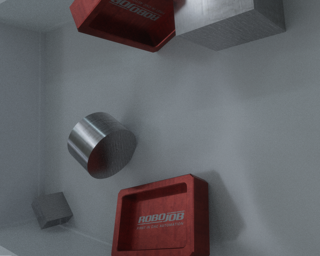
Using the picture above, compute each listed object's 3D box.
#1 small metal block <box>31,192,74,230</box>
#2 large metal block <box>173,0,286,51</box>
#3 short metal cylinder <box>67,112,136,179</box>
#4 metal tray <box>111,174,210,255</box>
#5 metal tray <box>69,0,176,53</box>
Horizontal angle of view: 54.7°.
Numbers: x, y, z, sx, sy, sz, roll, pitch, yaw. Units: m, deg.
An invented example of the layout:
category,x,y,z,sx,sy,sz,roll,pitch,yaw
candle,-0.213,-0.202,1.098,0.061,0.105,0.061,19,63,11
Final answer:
category,x,y,z,sx,sy,sz,roll,pitch,yaw
small metal block,-0.189,0.144,0.543,0.025,0.050,0.050,-51,61,28
large metal block,0.070,-0.119,0.312,0.080,0.081,0.050,-7,86,39
short metal cylinder,-0.081,0.024,0.435,0.050,0.081,0.079,36,112,34
metal tray,-0.002,0.114,0.382,0.130,0.030,0.090,-20,54,37
metal tray,-0.023,-0.136,0.356,0.090,0.131,0.030,-35,69,34
